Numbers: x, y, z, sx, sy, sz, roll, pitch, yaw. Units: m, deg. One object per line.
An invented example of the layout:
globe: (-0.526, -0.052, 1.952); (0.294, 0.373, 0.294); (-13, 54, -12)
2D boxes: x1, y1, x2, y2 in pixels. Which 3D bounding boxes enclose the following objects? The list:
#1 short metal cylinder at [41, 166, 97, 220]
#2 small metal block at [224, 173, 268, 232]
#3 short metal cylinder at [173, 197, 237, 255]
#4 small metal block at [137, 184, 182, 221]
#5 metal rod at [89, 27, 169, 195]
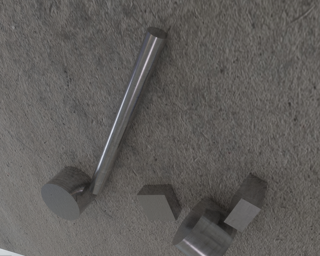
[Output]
short metal cylinder: (-0.160, 0.115, 0.546); (0.080, 0.050, 0.079); (13, 124, 21)
small metal block: (0.109, 0.094, 0.392); (0.025, 0.050, 0.050); (29, 128, 10)
short metal cylinder: (0.062, 0.143, 0.427); (0.050, 0.080, 0.080); (38, 129, 2)
small metal block: (-0.001, 0.115, 0.479); (0.050, 0.025, 0.050); (-8, 114, 32)
metal rod: (-0.056, -0.001, 0.435); (0.025, 0.025, 0.298); (32, 129, 7)
